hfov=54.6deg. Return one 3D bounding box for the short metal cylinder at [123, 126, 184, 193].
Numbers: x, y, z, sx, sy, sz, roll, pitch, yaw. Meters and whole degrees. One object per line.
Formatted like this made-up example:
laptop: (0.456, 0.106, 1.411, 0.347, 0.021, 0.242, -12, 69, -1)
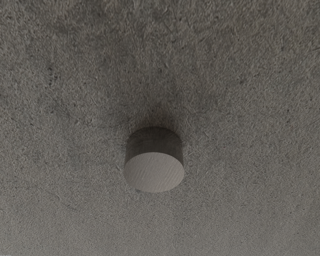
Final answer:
short metal cylinder: (-0.008, 0.044, 0.428, 0.080, 0.050, 0.080, 0, 130, 0)
